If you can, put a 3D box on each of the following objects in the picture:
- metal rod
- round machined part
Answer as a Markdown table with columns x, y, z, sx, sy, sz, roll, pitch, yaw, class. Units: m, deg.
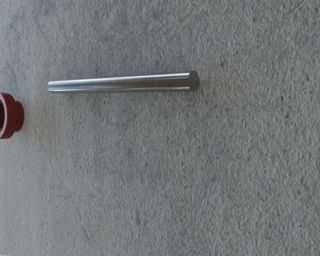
| x | y | z | sx | sy | sz | roll | pitch | yaw | class |
| --- | --- | --- | --- | --- | --- | --- | --- | --- | --- |
| -0.076 | -0.065 | 0.464 | 0.300 | 0.025 | 0.025 | 5 | 93 | 39 | metal rod |
| -0.326 | -0.025 | 0.658 | 0.098 | 0.042 | 0.097 | 0 | 90 | 39 | round machined part |
